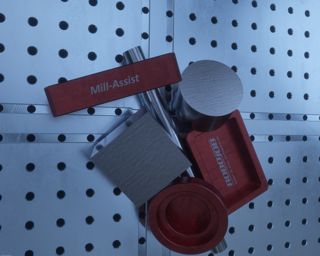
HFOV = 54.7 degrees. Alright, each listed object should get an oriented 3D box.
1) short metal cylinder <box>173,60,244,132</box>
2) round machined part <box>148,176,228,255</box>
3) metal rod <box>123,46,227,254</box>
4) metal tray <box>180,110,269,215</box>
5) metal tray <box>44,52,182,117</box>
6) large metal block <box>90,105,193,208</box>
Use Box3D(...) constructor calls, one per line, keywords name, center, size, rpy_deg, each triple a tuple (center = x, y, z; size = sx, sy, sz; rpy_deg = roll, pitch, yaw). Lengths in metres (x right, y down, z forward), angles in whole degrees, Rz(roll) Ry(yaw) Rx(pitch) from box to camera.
Box3D(name="short metal cylinder", center=(0.060, -0.041, 0.402), size=(0.081, 0.050, 0.080), rpy_deg=(3, 66, -7))
Box3D(name="round machined part", center=(0.036, 0.108, 0.398), size=(0.098, 0.042, 0.097), rpy_deg=(2, 104, 9))
Box3D(name="metal rod", center=(0.024, 0.035, 0.417), size=(0.025, 0.025, 0.299), rpy_deg=(-27, 99, -18))
Box3D(name="metal tray", center=(0.091, 0.048, 0.440), size=(0.091, 0.030, 0.129), rpy_deg=(-27, 99, -18))
Box3D(name="metal tray", center=(-0.049, -0.047, 0.341), size=(0.131, 0.090, 0.030), rpy_deg=(-17, 98, -5))
Box3D(name="large metal block", center=(-0.022, 0.032, 0.368), size=(0.080, 0.050, 0.080), rpy_deg=(-39, 104, 3))
